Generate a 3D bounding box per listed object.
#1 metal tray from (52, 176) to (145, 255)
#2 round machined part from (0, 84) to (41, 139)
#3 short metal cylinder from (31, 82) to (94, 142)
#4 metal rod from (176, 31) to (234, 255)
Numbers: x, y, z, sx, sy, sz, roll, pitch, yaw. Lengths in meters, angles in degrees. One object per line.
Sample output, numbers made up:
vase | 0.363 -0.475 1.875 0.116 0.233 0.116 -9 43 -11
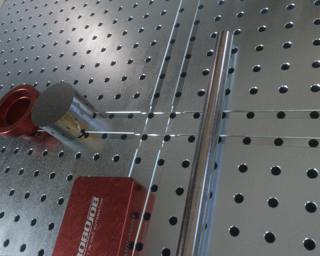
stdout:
metal tray | -0.075 0.124 0.368 0.090 0.030 0.130 -4 60 26
round machined part | -0.239 -0.024 0.538 0.098 0.042 0.098 -13 56 21
short metal cylinder | -0.153 -0.025 0.488 0.080 0.050 0.080 -13 56 21
metal rod | 0.060 0.003 0.374 0.025 0.025 0.300 -1 61 28
